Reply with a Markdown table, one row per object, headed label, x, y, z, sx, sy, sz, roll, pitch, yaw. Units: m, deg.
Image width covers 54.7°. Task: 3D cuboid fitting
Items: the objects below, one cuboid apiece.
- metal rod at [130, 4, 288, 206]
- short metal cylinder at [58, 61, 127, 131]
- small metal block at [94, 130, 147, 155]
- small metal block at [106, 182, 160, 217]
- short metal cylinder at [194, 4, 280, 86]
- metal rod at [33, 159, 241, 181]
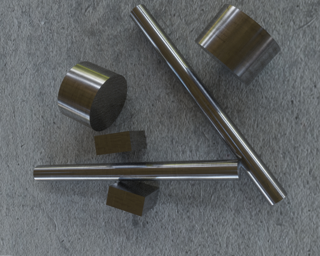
| label | x | y | z | sx | sy | sz | roll | pitch | yaw |
| --- | --- | --- | --- | --- | --- | --- | --- | --- | --- |
| metal rod | 0.054 | -0.037 | 0.389 | 0.025 | 0.025 | 0.299 | -38 | 78 | 16 |
| short metal cylinder | -0.087 | -0.042 | 0.410 | 0.050 | 0.080 | 0.080 | 25 | 98 | 18 |
| small metal block | -0.051 | 0.019 | 0.414 | 0.050 | 0.050 | 0.025 | -9 | 87 | 20 |
| small metal block | -0.035 | 0.090 | 0.407 | 0.050 | 0.050 | 0.025 | 13 | 97 | 19 |
| short metal cylinder | 0.086 | -0.092 | 0.349 | 0.080 | 0.080 | 0.050 | 44 | 104 | 14 |
| metal rod | -0.047 | 0.059 | 0.415 | 0.301 | 0.025 | 0.025 | -4 | 89 | 23 |
